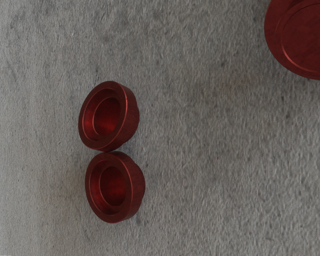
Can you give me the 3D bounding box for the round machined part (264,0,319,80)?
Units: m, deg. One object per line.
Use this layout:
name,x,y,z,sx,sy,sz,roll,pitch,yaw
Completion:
round machined part,0.134,-0.080,0.251,0.098,0.042,0.097,23,139,21

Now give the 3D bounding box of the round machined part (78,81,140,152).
round machined part,-0.068,-0.014,0.438,0.098,0.042,0.098,-13,68,36

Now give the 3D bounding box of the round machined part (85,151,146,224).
round machined part,-0.059,0.081,0.440,0.098,0.042,0.097,1,92,39

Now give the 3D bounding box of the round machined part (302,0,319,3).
round machined part,0.152,-0.158,0.268,0.098,0.042,0.097,0,90,39
